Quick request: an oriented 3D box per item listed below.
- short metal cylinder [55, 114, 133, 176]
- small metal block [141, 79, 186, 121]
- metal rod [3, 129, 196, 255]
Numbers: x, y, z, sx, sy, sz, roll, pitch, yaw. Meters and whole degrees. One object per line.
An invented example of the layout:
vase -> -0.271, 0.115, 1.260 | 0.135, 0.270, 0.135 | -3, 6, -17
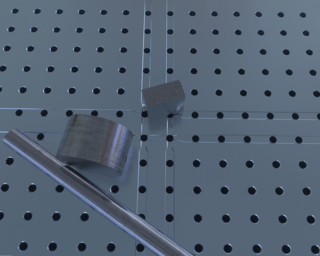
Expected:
short metal cylinder -> -0.078, 0.023, 0.374 | 0.080, 0.080, 0.050 | 12, 71, 4
small metal block -> 0.004, -0.035, 0.411 | 0.050, 0.050, 0.025 | -16, 71, -6
metal rod -> -0.070, 0.091, 0.377 | 0.301, 0.025, 0.025 | 33, 73, 11
